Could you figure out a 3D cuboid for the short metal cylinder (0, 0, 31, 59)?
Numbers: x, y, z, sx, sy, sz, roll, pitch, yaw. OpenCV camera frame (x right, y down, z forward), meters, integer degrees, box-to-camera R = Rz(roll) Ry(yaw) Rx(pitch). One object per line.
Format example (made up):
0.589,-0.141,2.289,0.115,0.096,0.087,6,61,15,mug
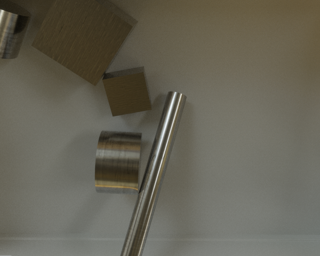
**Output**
-0.189,-0.116,0.336,0.080,0.080,0.050,24,108,-9,short metal cylinder

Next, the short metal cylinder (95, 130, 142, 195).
-0.051,0.044,0.398,0.050,0.080,0.079,4,110,-2,short metal cylinder

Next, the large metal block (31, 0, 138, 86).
-0.083,-0.108,0.353,0.080,0.050,0.080,33,112,-12,large metal block

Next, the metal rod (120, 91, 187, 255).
-0.019,0.099,0.378,0.025,0.025,0.299,17,82,-7,metal rod

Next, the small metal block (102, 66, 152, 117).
-0.040,-0.046,0.391,0.050,0.025,0.050,-10,117,3,small metal block
